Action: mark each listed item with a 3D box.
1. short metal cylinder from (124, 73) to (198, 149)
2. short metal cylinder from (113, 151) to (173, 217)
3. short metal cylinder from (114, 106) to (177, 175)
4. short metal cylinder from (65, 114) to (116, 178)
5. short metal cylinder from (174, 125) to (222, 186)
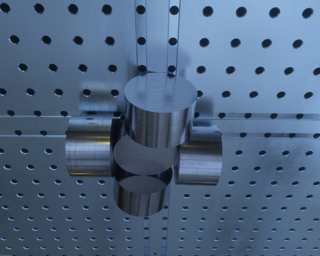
[{"bbox_3d":[0.000,-0.022,0.356,0.081,0.080,0.050,2,130,-2],"label":"short metal cylinder"},{"bbox_3d":[-0.025,0.077,0.439,0.081,0.080,0.050,5,130,-4],"label":"short metal cylinder"},{"bbox_3d":[-0.019,0.017,0.410,0.081,0.050,0.079,-1,130,-1],"label":"short metal cylinder"},{"bbox_3d":[-0.084,0.023,0.394,0.050,0.080,0.079,1,130,-2],"label":"short metal cylinder"},{"bbox_3d":[0.047,0.035,0.406,0.050,0.080,0.079,3,130,-3],"label":"short metal cylinder"}]
